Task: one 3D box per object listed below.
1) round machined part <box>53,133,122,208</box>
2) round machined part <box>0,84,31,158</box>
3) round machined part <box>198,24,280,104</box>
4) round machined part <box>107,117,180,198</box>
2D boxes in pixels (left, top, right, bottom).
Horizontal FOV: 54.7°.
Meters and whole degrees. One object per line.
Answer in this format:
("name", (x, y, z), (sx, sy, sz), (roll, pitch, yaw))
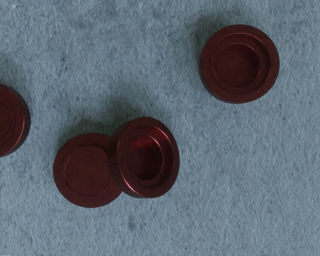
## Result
("round machined part", (-0.090, 0.055, 0.400), (0.099, 0.042, 0.097), (0, 90, -1))
("round machined part", (-0.215, -0.009, 0.399), (0.099, 0.042, 0.097), (0, 90, -1))
("round machined part", (0.099, -0.080, 0.403), (0.099, 0.042, 0.097), (0, 90, -1))
("round machined part", (-0.025, 0.038, 0.384), (0.099, 0.042, 0.098), (13, 70, -41))
